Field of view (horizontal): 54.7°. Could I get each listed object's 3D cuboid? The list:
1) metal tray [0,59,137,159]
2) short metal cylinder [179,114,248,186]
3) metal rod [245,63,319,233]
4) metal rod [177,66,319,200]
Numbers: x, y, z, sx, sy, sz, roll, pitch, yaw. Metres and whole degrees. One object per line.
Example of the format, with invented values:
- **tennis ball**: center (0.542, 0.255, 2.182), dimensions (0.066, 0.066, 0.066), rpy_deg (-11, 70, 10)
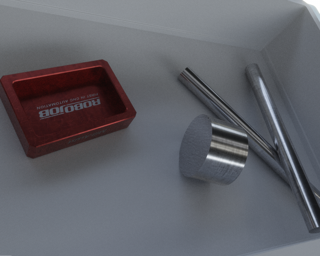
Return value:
- **metal tray**: center (-0.104, -0.028, 0.363), dimensions (0.131, 0.030, 0.090), rpy_deg (-20, 72, -36)
- **short metal cylinder**: center (0.065, 0.028, 0.390), dimensions (0.050, 0.080, 0.080), rpy_deg (17, 55, -19)
- **metal rod**: center (0.182, 0.008, 0.473), dimensions (0.025, 0.025, 0.300), rpy_deg (12, 48, -22)
- **metal rod**: center (0.143, 0.018, 0.474), dimensions (0.300, 0.025, 0.025), rpy_deg (44, 51, 2)
